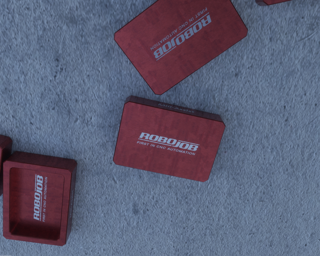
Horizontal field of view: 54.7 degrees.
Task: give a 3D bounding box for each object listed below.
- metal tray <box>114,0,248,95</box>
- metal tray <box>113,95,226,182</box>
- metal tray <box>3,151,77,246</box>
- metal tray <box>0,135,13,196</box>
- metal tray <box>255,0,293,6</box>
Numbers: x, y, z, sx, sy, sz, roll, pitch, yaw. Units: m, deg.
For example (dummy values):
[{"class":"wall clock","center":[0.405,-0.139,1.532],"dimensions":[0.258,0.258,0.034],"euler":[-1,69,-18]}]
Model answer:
[{"class":"metal tray","center":[0.024,-0.111,0.366],"dimensions":[0.130,0.030,0.090],"euler":[-34,107,11]},{"class":"metal tray","center":[0.011,0.015,0.413],"dimensions":[0.131,0.030,0.089],"euler":[12,110,-5]},{"class":"metal tray","center":[-0.172,0.103,0.443],"dimensions":[0.091,0.030,0.129],"euler":[9,110,-4]},{"class":"metal tray","center":[-0.277,0.042,0.419],"dimensions":[0.131,0.030,0.089],"euler":[14,109,-6]},{"class":"metal tray","center":[0.169,-0.193,0.337],"dimensions":[0.131,0.030,0.089],"euler":[-11,110,4]}]
